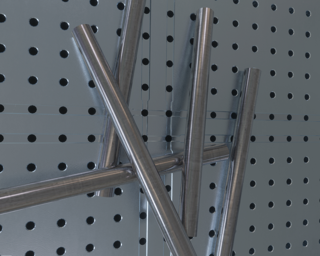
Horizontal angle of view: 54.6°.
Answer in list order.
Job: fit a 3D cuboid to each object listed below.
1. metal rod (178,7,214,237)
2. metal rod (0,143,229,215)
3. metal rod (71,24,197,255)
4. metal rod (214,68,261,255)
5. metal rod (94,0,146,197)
[{"bbox_3d":[0.047,-0.017,0.402,0.025,0.025,0.299,11,76,-20],"label":"metal rod"},{"bbox_3d":[-0.039,0.055,0.373,0.302,0.025,0.025,-9,93,-29],"label":"metal rod"},{"bbox_3d":[-0.032,0.015,0.361,0.025,0.025,0.299,-23,83,-19],"label":"metal rod"},{"bbox_3d":[0.112,0.061,0.453,0.025,0.025,0.299,12,86,-20],"label":"metal rod"},{"bbox_3d":[-0.047,-0.064,0.394,0.025,0.025,0.299,10,87,-20],"label":"metal rod"}]
